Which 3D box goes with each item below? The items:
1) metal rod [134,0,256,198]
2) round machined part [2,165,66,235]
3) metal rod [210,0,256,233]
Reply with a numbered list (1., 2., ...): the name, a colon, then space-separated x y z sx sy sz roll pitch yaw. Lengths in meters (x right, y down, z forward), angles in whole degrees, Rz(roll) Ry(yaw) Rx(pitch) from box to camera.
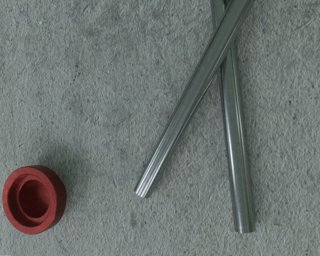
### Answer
1. metal rod: 0.041 -0.041 0.374 0.025 0.025 0.298 32 107 17
2. round machined part: -0.181 0.104 0.462 0.098 0.042 0.097 0 90 19
3. metal rod: 0.088 -0.026 0.377 0.025 0.025 0.298 -6 88 19
